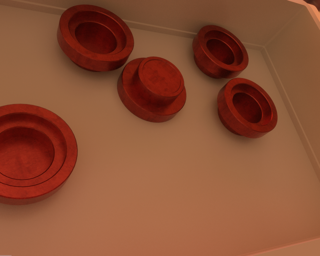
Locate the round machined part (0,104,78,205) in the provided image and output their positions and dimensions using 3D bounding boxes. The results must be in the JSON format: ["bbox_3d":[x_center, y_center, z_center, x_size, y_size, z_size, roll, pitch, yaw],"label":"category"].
[{"bbox_3d":[-0.136,0.028,0.305,0.099,0.042,0.098,14,56,-21],"label":"round machined part"}]

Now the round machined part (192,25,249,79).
[{"bbox_3d":[0.097,-0.123,0.524,0.099,0.042,0.098,14,56,-21],"label":"round machined part"}]

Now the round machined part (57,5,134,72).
[{"bbox_3d":[-0.089,-0.115,0.418,0.099,0.042,0.098,14,56,-21],"label":"round machined part"}]

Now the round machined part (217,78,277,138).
[{"bbox_3d":[0.130,-0.027,0.484,0.099,0.042,0.098,14,56,-21],"label":"round machined part"}]

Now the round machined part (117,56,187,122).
[{"bbox_3d":[-0.006,-0.060,0.430,0.099,0.042,0.098,14,56,-21],"label":"round machined part"}]
